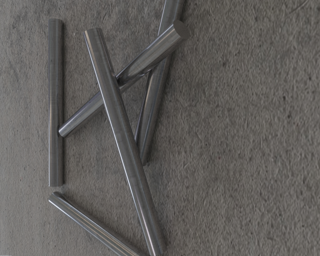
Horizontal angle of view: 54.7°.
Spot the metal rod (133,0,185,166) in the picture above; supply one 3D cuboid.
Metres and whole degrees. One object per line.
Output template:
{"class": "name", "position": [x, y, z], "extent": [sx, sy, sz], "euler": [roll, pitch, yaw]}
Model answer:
{"class": "metal rod", "position": [0.003, -0.094, 0.402], "extent": [0.025, 0.025, 0.298], "euler": [22, 104, 38]}

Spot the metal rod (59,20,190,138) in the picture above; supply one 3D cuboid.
{"class": "metal rod", "position": [-0.070, -0.051, 0.441], "extent": [0.299, 0.025, 0.025], "euler": [-31, 71, 42]}

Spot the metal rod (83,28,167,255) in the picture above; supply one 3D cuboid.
{"class": "metal rod", "position": [-0.045, 0.019, 0.403], "extent": [0.025, 0.025, 0.298], "euler": [-15, 92, 39]}

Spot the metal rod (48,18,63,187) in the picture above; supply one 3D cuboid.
{"class": "metal rod", "position": [-0.188, -0.045, 0.560], "extent": [0.025, 0.025, 0.298], "euler": [0, 90, 40]}

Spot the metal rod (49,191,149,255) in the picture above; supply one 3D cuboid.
{"class": "metal rod", "position": [-0.078, 0.165, 0.469], "extent": [0.300, 0.025, 0.025], "euler": [19, 102, 38]}
